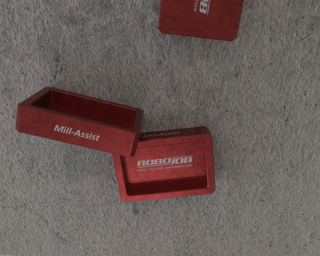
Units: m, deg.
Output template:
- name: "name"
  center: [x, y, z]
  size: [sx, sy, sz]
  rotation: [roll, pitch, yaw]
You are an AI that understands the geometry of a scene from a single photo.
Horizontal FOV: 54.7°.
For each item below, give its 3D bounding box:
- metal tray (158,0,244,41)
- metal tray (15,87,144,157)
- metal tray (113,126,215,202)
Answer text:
- name: "metal tray"
  center: [0.050, -0.169, 0.345]
  size: [0.091, 0.030, 0.129]
  rotation: [6, 110, -3]
- name: "metal tray"
  center: [-0.088, -0.011, 0.370]
  size: [0.131, 0.090, 0.030]
  rotation: [14, 110, -5]
- name: "metal tray"
  center: [0.006, 0.050, 0.425]
  size: [0.131, 0.030, 0.089]
  rotation: [-6, 110, 2]
